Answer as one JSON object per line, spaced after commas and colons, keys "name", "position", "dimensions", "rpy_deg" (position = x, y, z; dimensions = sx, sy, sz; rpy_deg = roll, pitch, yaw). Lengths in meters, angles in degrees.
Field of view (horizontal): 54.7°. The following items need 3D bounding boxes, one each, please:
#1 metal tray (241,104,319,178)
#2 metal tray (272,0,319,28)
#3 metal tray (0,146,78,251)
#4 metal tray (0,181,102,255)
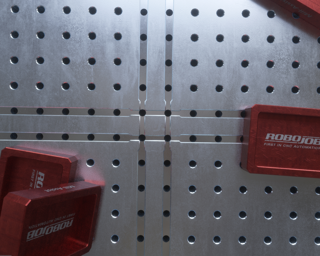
{"name": "metal tray", "position": [0.179, 0.018, 0.413], "dimensions": [0.131, 0.030, 0.089], "rpy_deg": [4, 90, -1]}
{"name": "metal tray", "position": [0.204, -0.199, 0.413], "dimensions": [0.130, 0.030, 0.090], "rpy_deg": [30, 90, -1]}
{"name": "metal tray", "position": [-0.168, 0.095, 0.408], "dimensions": [0.091, 0.030, 0.129], "rpy_deg": [10, 90, -1]}
{"name": "metal tray", "position": [-0.123, 0.114, 0.358], "dimensions": [0.030, 0.130, 0.089], "rpy_deg": [10, 90, 23]}
